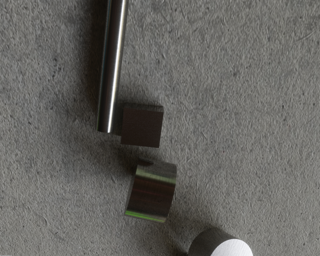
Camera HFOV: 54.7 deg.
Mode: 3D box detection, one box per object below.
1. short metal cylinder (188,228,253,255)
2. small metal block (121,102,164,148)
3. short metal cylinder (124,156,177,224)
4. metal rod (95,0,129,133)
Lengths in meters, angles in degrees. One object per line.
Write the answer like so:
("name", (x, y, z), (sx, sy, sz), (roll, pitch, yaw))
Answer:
("short metal cylinder", (0.088, 0.194, 0.451), (0.081, 0.050, 0.079), (0, 91, -24))
("small metal block", (-0.023, -0.004, 0.408), (0.050, 0.025, 0.050), (6, 110, -3))
("short metal cylinder", (-0.013, 0.081, 0.410), (0.050, 0.080, 0.079), (14, 109, -6))
("metal rod", (-0.050, -0.137, 0.358), (0.025, 0.025, 0.298), (8, 110, -4))
